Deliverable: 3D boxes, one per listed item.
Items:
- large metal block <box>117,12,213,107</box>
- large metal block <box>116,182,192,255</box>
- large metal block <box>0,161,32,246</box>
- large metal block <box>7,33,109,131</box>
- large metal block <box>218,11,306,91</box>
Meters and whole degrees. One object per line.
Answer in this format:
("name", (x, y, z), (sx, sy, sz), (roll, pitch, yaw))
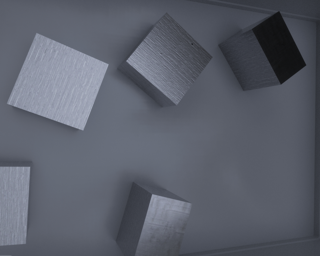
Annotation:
("large metal block", (0.006, -0.084, 0.399), (0.080, 0.050, 0.080), (40, 77, -16))
("large metal block", (-0.010, 0.117, 0.378), (0.050, 0.080, 0.080), (18, 84, -19))
("large metal block", (-0.183, 0.078, 0.330), (0.081, 0.050, 0.080), (3, 89, -20))
("large metal block", (-0.115, -0.048, 0.355), (0.080, 0.050, 0.080), (21, 83, -19))
("large metal block", (0.140, -0.103, 0.432), (0.050, 0.080, 0.080), (-36, 102, -16))
